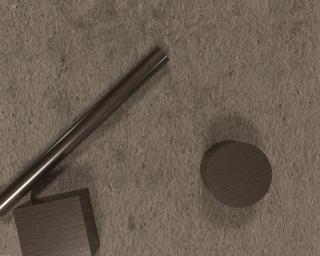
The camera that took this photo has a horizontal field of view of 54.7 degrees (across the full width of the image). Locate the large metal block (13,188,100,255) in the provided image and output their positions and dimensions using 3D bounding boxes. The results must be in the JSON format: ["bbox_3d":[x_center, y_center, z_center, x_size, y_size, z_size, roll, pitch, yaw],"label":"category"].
[{"bbox_3d":[-0.129,0.128,0.396,0.080,0.050,0.080,-12,90,-1],"label":"large metal block"}]

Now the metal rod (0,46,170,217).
[{"bbox_3d":[-0.105,0.004,0.408,0.300,0.025,0.025,-43,91,-1],"label":"metal rod"}]

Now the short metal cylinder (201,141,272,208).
[{"bbox_3d":[0.095,0.057,0.399,0.081,0.050,0.079,0,90,-1],"label":"short metal cylinder"}]
